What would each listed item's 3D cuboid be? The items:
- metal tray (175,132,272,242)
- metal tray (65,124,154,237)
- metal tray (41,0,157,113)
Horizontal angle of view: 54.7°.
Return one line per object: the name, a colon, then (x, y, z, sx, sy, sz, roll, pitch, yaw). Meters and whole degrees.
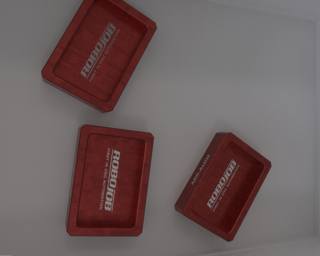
metal tray: (0.092, 0.082, 0.441, 0.090, 0.030, 0.130, 35, 79, -17)
metal tray: (-0.062, 0.065, 0.385, 0.091, 0.030, 0.129, 8, 87, -20)
metal tray: (-0.073, -0.094, 0.380, 0.090, 0.030, 0.130, 30, 80, -18)
